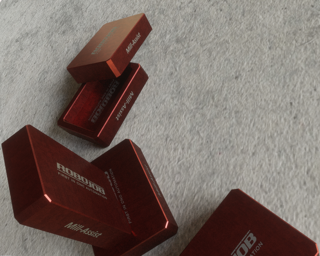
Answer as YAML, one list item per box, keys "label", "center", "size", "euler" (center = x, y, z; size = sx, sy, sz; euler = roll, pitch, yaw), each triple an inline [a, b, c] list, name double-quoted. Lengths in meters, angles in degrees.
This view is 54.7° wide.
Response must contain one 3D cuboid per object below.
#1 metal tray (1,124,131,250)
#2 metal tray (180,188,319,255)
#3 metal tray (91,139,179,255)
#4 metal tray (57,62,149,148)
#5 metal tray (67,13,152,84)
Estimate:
- label: "metal tray"
  center: [-0.087, 0.062, 0.303]
  size: [0.030, 0.130, 0.090]
  euler: [-37, 51, 4]
- label: "metal tray"
  center: [0.067, 0.133, 0.283]
  size: [0.090, 0.030, 0.130]
  euler: [35, 81, 38]
- label: "metal tray"
  center: [-0.046, 0.087, 0.370]
  size: [0.090, 0.030, 0.130]
  euler: [-34, 52, 5]
- label: "metal tray"
  center: [-0.086, -0.043, 0.469]
  size: [0.090, 0.030, 0.130]
  euler: [17, 70, 34]
- label: "metal tray"
  center: [-0.078, -0.128, 0.492]
  size: [0.090, 0.030, 0.130]
  euler: [-2, 46, 33]
